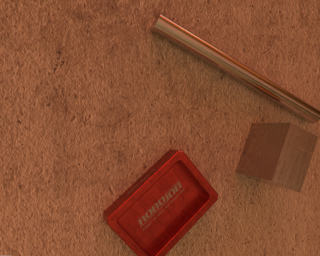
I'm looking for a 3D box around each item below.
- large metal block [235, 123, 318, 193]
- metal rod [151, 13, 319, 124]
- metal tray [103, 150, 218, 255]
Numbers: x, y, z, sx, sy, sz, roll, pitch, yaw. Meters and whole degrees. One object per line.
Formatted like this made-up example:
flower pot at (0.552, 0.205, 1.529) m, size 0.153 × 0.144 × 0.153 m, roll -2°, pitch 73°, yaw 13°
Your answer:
large metal block at (0.164, 0.039, 0.442) m, size 0.050 × 0.080 × 0.080 m, roll 24°, pitch 82°, yaw -19°
metal rod at (0.123, -0.079, 0.455) m, size 0.302 × 0.025 × 0.025 m, roll 25°, pitch 82°, yaw -19°
metal tray at (0.003, 0.102, 0.408) m, size 0.130 × 0.030 × 0.090 m, roll -42°, pitch 104°, yaw -15°
